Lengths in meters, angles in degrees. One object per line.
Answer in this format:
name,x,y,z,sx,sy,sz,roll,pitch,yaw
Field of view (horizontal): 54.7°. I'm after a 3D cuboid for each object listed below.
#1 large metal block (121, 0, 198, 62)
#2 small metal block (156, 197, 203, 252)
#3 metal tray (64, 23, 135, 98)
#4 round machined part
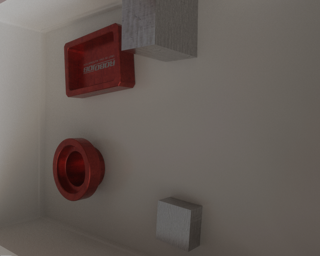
large metal block,0.002,-0.128,0.368,0.050,0.081,0.079,2,91,40
small metal block,0.023,0.118,0.386,0.050,0.025,0.050,6,94,39
metal tray,-0.097,-0.099,0.480,0.130,0.030,0.089,-5,87,39
round machined part,-0.126,0.065,0.497,0.098,0.042,0.097,0,90,39
